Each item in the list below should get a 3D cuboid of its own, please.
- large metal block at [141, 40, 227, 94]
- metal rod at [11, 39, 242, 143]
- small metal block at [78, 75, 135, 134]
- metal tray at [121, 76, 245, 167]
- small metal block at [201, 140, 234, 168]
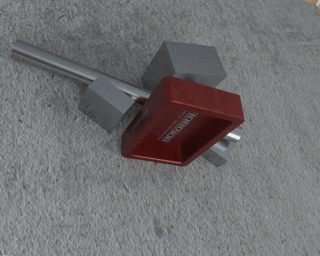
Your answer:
[{"bbox_3d":[0.030,-0.071,0.430,0.081,0.080,0.050,-2,63,-30],"label":"large metal block"},{"bbox_3d":[-0.033,-0.043,0.397,0.302,0.025,0.025,20,54,-10],"label":"metal rod"},{"bbox_3d":[-0.065,-0.027,0.371,0.050,0.050,0.025,38,51,-3],"label":"small metal block"},{"bbox_3d":[0.019,0.001,0.350,0.091,0.129,0.030,12,57,-22],"label":"metal tray"},{"bbox_3d":[0.075,0.019,0.437,0.050,0.025,0.050,36,51,-5],"label":"small metal block"}]
